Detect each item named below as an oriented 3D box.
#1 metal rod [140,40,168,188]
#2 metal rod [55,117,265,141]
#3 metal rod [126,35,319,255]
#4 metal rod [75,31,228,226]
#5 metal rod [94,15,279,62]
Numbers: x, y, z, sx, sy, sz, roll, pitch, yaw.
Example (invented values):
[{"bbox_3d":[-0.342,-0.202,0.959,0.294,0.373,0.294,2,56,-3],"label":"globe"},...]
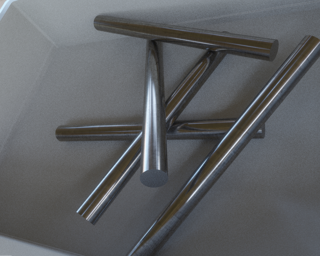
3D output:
[{"bbox_3d":[-0.007,-0.052,0.388,0.025,0.025,0.300,-21,37,16],"label":"metal rod"},{"bbox_3d":[-0.019,0.004,0.413,0.300,0.025,0.025,-2,61,27],"label":"metal rod"},{"bbox_3d":[0.067,0.027,0.328,0.300,0.025,0.025,-51,51,2],"label":"metal rod"},{"bbox_3d":[0.008,-0.015,0.378,0.025,0.025,0.301,22,63,36],"label":"metal rod"},{"bbox_3d":[0.014,-0.133,0.437,0.300,0.025,0.025,21,73,34],"label":"metal rod"}]
